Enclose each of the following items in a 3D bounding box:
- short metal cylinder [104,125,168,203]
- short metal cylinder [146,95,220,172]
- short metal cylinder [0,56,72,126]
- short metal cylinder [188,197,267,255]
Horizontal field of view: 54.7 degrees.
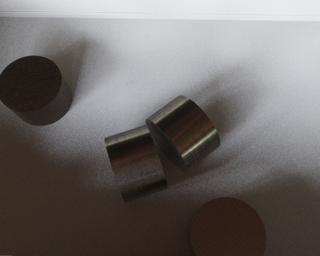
[{"bbox_3d":[-0.028,0.042,0.365,0.050,0.080,0.080,-18,71,-6],"label":"short metal cylinder"},{"bbox_3d":[0.027,0.007,0.378,0.050,0.080,0.080,-37,74,-12],"label":"short metal cylinder"},{"bbox_3d":[-0.164,-0.049,0.413,0.081,0.050,0.080,0,70,0],"label":"short metal cylinder"},{"bbox_3d":[0.073,0.122,0.352,0.081,0.050,0.080,0,70,0],"label":"short metal cylinder"}]
